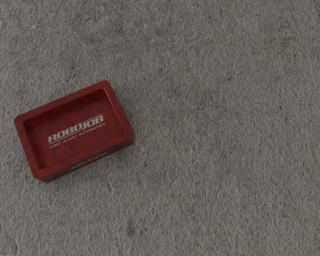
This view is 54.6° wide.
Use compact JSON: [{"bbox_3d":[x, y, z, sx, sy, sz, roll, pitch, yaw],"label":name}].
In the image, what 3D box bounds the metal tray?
[{"bbox_3d":[-0.109,0.003,0.403,0.131,0.030,0.090,-25,72,-9],"label":"metal tray"}]
